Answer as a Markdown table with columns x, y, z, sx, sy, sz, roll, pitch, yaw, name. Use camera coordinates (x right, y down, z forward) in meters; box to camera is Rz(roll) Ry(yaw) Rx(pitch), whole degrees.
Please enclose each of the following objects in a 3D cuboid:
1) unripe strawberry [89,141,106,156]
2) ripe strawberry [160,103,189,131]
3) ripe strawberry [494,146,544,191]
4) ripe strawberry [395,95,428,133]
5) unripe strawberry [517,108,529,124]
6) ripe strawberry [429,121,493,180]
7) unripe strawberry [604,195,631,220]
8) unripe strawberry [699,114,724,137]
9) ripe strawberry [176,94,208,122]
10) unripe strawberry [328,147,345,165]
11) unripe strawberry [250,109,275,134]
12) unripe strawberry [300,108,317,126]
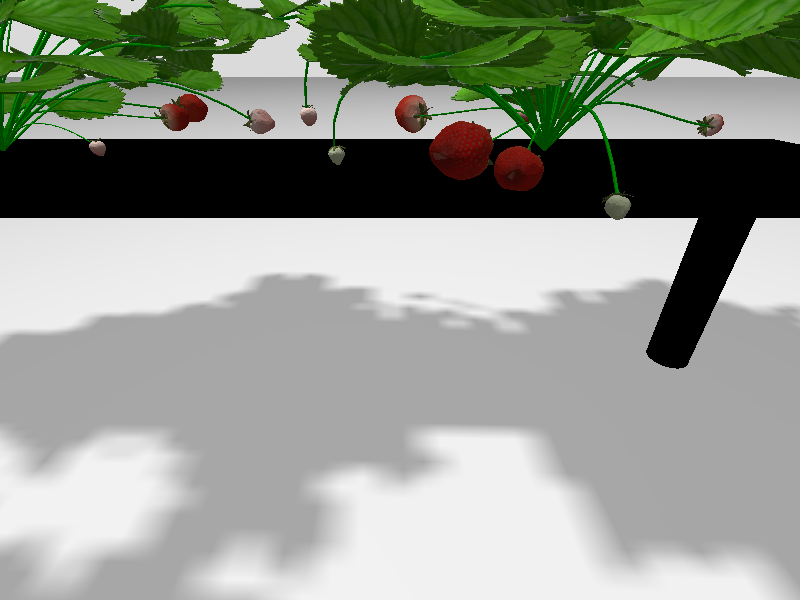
| x | y | z | sx | sy | sz | roll | pitch | yaw | name |
| --- | --- | --- | --- | --- | --- | --- | --- | --- | --- |
| -0.242 | -0.121 | 0.321 | 0.011 | 0.011 | 0.011 | 4 | 31 | 7 | unripe strawberry |
| -0.243 | -0.199 | 0.435 | 0.026 | 0.027 | 0.028 | 19 | 35 | 29 | ripe strawberry |
| 0.064 | -0.071 | 0.219 | 0.027 | 0.023 | 0.027 | 13 | 33 | 21 | ripe strawberry |
| 0.010 | -0.197 | 0.424 | 0.035 | 0.037 | 0.037 | -26 | 39 | -36 | ripe strawberry |
| 0.147 | -0.216 | 0.472 | 0.021 | 0.021 | 0.018 | 5 | 34 | 8 | unripe strawberry |
| 0.034 | -0.087 | 0.236 | 0.037 | 0.033 | 0.034 | 23 | 38 | 34 | ripe strawberry |
| 0.101 | -0.043 | 0.185 | 0.011 | 0.011 | 0.010 | 3 | -13 | 6 | unripe strawberry |
| 0.305 | -0.170 | 0.390 | 0.020 | 0.021 | 0.018 | -11 | 32 | -19 | unripe strawberry |
| -0.249 | -0.231 | 0.481 | 0.036 | 0.031 | 0.036 | 13 | 32 | 21 | ripe strawberry |
| -0.044 | -0.099 | 0.277 | 0.011 | 0.012 | 0.011 | -11 | 32 | -18 | unripe strawberry |
| -0.137 | -0.178 | 0.400 | 0.024 | 0.023 | 0.026 | -2 | 29 | -26 | unripe strawberry |
| -0.107 | -0.214 | 0.468 | 0.019 | 0.020 | 0.018 | 20 | 36 | 30 | unripe strawberry |
